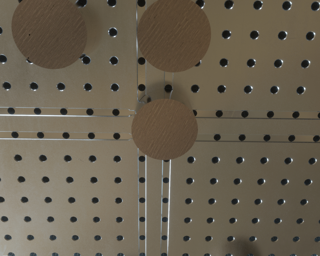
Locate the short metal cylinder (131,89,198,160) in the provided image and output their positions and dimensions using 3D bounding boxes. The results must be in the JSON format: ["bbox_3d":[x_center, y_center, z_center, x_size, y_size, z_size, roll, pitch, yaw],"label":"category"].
[{"bbox_3d":[0.006,-0.006,0.398,0.081,0.050,0.079,0,110,-1],"label":"short metal cylinder"}]

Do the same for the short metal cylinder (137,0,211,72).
[{"bbox_3d":[0.015,-0.109,0.360,0.081,0.050,0.079,0,110,-1],"label":"short metal cylinder"}]

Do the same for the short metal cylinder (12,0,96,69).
[{"bbox_3d":[-0.119,-0.112,0.357,0.081,0.050,0.079,0,110,-1],"label":"short metal cylinder"}]
